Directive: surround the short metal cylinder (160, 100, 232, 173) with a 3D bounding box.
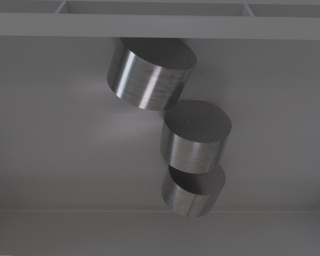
[{"bbox_3d":[0.042,0.009,0.381,0.081,0.080,0.050,4,130,-4],"label":"short metal cylinder"}]

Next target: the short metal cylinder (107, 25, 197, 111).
[{"bbox_3d":[-0.009,-0.063,0.319,0.081,0.080,0.050,16,128,-13],"label":"short metal cylinder"}]

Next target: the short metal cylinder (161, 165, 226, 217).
[{"bbox_3d":[0.046,0.078,0.440,0.081,0.080,0.050,9,130,-8],"label":"short metal cylinder"}]
